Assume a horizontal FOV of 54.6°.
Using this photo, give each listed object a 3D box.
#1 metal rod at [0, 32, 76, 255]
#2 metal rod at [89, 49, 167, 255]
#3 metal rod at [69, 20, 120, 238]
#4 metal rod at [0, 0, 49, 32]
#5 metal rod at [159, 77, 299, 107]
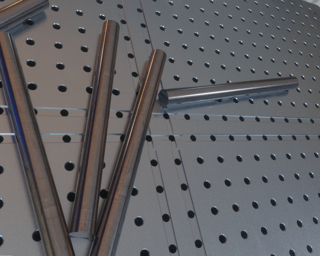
[{"bbox_3d":[-0.133,0.023,0.322,0.025,0.025,0.299,-11,67,-33],"label":"metal rod"},{"bbox_3d":[-0.030,0.008,0.386,0.025,0.025,0.300,23,53,-14],"label":"metal rod"},{"bbox_3d":[-0.074,-0.023,0.381,0.025,0.025,0.300,14,56,-20],"label":"metal rod"},{"bbox_3d":[-0.233,-0.083,0.332,0.025,0.025,0.301,39,51,-2],"label":"metal rod"},{"bbox_3d":[0.131,-0.064,0.516,0.302,0.025,0.025,-10,67,-32],"label":"metal rod"}]
